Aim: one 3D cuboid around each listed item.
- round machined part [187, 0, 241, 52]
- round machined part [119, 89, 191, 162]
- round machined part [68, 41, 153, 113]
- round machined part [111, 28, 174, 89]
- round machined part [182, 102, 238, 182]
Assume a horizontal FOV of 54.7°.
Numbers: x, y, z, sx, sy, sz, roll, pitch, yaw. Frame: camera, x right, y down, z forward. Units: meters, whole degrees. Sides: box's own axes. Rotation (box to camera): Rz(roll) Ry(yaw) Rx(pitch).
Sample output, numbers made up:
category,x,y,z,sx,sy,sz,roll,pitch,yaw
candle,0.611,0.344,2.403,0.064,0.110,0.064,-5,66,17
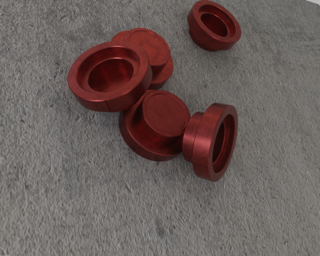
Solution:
category,x,y,z,sx,sy,sz,roll,pitch,yaw
round machined part,0.091,-0.175,0.548,0.099,0.042,0.098,14,56,-21
round machined part,0.000,-0.010,0.399,0.099,0.042,0.098,14,56,-21
round machined part,-0.057,-0.058,0.378,0.098,0.042,0.098,-6,55,8
round machined part,-0.024,-0.103,0.443,0.099,0.042,0.098,14,56,-21
round machined part,0.062,0.015,0.394,0.042,0.097,0.098,13,44,29
